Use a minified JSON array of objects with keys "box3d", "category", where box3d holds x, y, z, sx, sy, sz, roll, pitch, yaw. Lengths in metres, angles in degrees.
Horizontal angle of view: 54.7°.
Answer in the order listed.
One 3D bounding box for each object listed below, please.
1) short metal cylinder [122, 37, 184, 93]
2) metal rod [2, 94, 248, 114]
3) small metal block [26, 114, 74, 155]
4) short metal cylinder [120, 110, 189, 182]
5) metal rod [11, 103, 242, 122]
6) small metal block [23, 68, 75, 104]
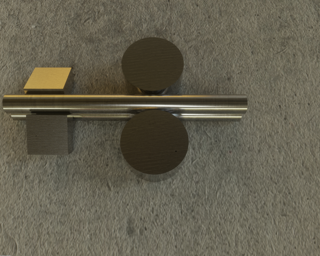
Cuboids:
[{"box3d":[-0.009,-0.076,0.423,0.081,0.050,0.080,0,70,0],"category":"short metal cylinder"},{"box3d":[-0.043,-0.031,0.394,0.302,0.025,0.025,0,70,0],"category":"metal rod"},{"box3d":[-0.139,0.007,0.395,0.050,0.025,0.050,1,97,-1],"category":"small metal block"},{"box3d":[-0.006,0.024,0.387,0.081,0.050,0.080,0,70,0],"category":"short metal cylinder"},{"box3d":[-0.044,-0.022,0.417,0.302,0.025,0.025,0,70,0],"category":"metal rod"},{"box3d":[-0.148,-0.058,0.419,0.050,0.025,0.050,0,43,0],"category":"small metal block"}]
